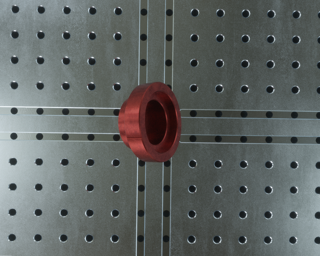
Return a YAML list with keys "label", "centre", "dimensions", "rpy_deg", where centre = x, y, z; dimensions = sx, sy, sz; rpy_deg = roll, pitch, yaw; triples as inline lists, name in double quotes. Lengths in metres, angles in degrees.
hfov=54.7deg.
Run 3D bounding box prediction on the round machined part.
- label: "round machined part"
  centre: [-0.015, -0.006, 0.385]
  dimensions: [0.042, 0.099, 0.097]
  rpy_deg: [-2, 90, 31]
